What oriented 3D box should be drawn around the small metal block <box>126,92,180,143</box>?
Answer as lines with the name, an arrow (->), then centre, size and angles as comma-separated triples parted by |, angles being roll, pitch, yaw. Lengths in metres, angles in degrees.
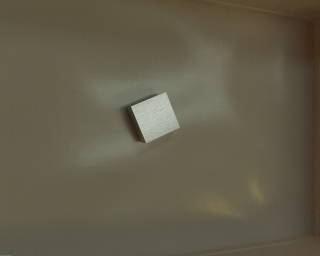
small metal block -> -0.009, -0.014, 0.404 | 0.050, 0.025, 0.050 | -25, 99, -19
